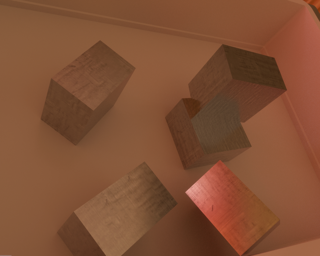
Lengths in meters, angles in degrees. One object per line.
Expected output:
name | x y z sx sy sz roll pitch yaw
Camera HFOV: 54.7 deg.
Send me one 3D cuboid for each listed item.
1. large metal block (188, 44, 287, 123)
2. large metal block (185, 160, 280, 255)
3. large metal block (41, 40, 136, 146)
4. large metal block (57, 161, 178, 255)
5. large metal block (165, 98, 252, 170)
large metal block | 0.094 -0.052 0.390 0.081 0.080 0.050 6 59 -25
large metal block | 0.083 0.089 0.341 0.050 0.080 0.080 -44 62 1
large metal block | -0.082 -0.039 0.351 0.050 0.080 0.080 38 51 -3
large metal block | -0.042 0.086 0.296 0.081 0.080 0.050 -33 81 -38
large metal block | 0.064 0.005 0.423 0.081 0.050 0.080 -6 65 -31
